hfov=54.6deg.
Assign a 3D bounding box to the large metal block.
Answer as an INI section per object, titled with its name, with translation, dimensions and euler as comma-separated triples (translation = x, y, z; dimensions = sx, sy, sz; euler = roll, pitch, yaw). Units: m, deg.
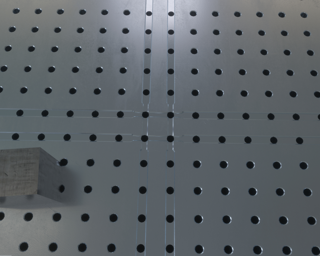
[large metal block]
translation = -0.167, 0.060, 0.360
dimensions = 0.080, 0.080, 0.050
euler = -4, 70, -1
